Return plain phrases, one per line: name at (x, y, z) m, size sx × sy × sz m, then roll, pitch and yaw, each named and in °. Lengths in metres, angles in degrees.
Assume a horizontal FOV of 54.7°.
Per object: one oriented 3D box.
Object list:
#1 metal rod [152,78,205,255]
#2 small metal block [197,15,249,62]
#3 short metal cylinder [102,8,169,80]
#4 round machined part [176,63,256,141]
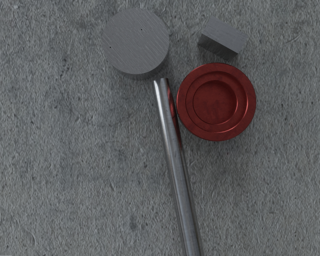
metal rod at (0.028, 0.083, 0.383) m, size 0.025 × 0.025 × 0.299 m, roll -10°, pitch 79°, yaw 0°
small metal block at (0.079, -0.113, 0.398) m, size 0.050 × 0.050 × 0.025 m, roll 29°, pitch 90°, yaw 0°
short metal cylinder at (-0.029, -0.105, 0.397) m, size 0.081 × 0.050 × 0.079 m, roll 0°, pitch 90°, yaw 0°
round machined part at (0.070, -0.032, 0.402) m, size 0.099 × 0.042 × 0.097 m, roll 0°, pitch 90°, yaw 0°
